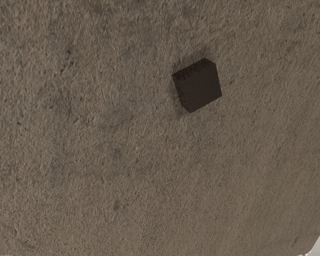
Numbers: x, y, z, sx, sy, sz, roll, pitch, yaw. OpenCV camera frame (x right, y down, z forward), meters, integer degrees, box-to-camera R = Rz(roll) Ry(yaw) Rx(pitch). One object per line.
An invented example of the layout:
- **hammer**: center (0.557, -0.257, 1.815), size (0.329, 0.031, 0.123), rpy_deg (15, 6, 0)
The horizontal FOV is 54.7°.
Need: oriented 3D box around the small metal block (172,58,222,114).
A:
- **small metal block**: center (0.049, -0.055, 0.401), size (0.050, 0.025, 0.050), rpy_deg (-29, 129, -10)
